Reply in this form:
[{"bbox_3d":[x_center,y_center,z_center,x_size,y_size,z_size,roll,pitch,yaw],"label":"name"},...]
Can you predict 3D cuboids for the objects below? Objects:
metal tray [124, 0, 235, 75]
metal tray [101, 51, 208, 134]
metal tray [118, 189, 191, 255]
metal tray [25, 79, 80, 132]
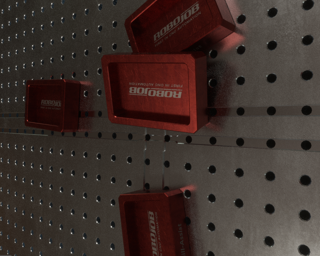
[{"bbox_3d":[0.018,-0.129,0.389,0.130,0.030,0.090,-28,73,36],"label":"metal tray"},{"bbox_3d":[-0.008,-0.047,0.381,0.130,0.030,0.089,7,112,30],"label":"metal tray"},{"bbox_3d":[-0.007,0.150,0.409,0.090,0.030,0.129,-12,82,39],"label":"metal tray"},{"bbox_3d":[-0.200,-0.043,0.567,0.130,0.030,0.089,6,94,39],"label":"metal tray"}]
